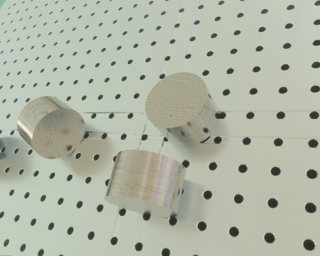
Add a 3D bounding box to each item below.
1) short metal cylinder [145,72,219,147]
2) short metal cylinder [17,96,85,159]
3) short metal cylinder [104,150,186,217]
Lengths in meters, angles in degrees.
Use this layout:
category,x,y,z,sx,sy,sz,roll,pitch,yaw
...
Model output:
category,x,y,z,sx,sy,sz,roll,pitch,yaw
short metal cylinder,0.028,-0.023,0.391,0.080,0.050,0.080,-13,56,21
short metal cylinder,-0.160,-0.001,0.457,0.050,0.080,0.080,31,79,38
short metal cylinder,-0.015,0.063,0.342,0.080,0.080,0.050,-1,62,28
